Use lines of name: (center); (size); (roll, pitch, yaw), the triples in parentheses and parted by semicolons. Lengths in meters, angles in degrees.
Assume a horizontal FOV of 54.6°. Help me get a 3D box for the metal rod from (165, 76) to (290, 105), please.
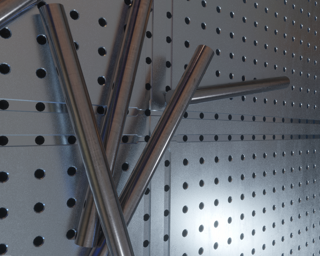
metal rod: (0.130, -0.065, 0.516); (0.302, 0.025, 0.025); (-13, 98, -39)

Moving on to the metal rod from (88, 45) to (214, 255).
metal rod: (-0.006, 0.026, 0.382); (0.025, 0.025, 0.300); (36, 74, -34)

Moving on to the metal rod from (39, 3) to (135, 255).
metal rod: (-0.071, 0.022, 0.324); (0.025, 0.025, 0.299); (-18, 94, -39)

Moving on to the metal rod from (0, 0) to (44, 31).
metal rod: (-0.173, -0.073, 0.263); (0.301, 0.025, 0.025); (-52, 121, -27)

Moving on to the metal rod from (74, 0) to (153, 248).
metal rod: (-0.051, -0.017, 0.364); (0.025, 0.025, 0.299); (19, 78, -38)
